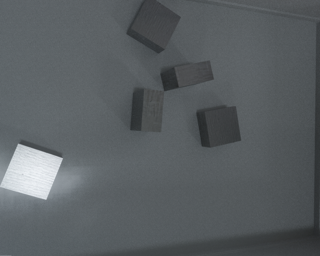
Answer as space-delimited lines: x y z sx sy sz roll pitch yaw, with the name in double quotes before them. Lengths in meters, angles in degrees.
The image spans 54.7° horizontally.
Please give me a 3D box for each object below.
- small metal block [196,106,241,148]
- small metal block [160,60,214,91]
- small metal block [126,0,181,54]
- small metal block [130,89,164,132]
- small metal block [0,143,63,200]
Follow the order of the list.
"small metal block" 0.084 -0.002 0.441 0.050 0.025 0.050 -11 94 -20
"small metal block" 0.035 -0.068 0.410 0.050 0.050 0.025 -15 95 -19
"small metal block" -0.008 -0.135 0.407 0.050 0.025 0.050 28 81 -18
"small metal block" -0.017 -0.021 0.391 0.025 0.050 0.050 5 89 -20
"small metal block" -0.146 0.049 0.357 0.050 0.025 0.050 22 83 -19
